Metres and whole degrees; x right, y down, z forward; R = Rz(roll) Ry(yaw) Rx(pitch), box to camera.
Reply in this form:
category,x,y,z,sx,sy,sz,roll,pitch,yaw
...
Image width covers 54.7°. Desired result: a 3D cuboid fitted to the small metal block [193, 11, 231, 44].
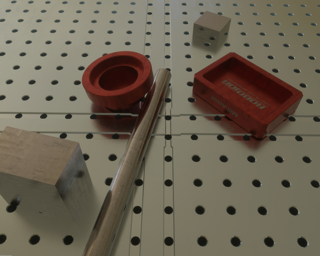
category,x,y,z,sx,sy,sz,roll,pitch,yaw
small metal block,0.094,-0.184,0.564,0.050,0.025,0.050,25,54,19

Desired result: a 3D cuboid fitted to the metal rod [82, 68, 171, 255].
category,x,y,z,sx,sy,sz,roll,pitch,yaw
metal rod,-0.031,0.029,0.382,0.025,0.025,0.300,11,51,9

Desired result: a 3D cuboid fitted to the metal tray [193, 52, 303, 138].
category,x,y,z,sx,sy,sz,roll,pitch,yaw
metal tray,0.123,-0.053,0.450,0.091,0.030,0.130,-34,58,-26

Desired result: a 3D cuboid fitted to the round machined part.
category,x,y,z,sx,sy,sz,roll,pitch,yaw
round machined part,-0.057,-0.064,0.443,0.099,0.042,0.098,-5,48,6

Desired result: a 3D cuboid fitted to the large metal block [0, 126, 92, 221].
category,x,y,z,sx,sy,sz,roll,pitch,yaw
large metal block,-0.126,0.050,0.328,0.080,0.080,0.050,12,51,9
